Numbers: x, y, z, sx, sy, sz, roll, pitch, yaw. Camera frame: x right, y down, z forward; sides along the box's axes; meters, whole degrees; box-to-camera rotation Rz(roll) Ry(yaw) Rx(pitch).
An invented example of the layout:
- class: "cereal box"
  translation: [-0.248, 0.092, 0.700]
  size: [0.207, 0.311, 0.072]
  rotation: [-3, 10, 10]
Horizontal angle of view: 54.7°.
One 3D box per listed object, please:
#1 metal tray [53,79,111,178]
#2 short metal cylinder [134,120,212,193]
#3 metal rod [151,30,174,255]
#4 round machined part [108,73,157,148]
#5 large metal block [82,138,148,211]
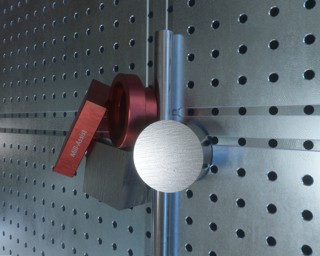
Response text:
- class: "metal tray"
  translation: [-0.118, 0.000, 0.471]
  size: [0.129, 0.030, 0.090]
  rotation: [-59, 18, 23]
- class: "short metal cylinder"
  translation: [0.016, 0.031, 0.363]
  size: [0.080, 0.050, 0.079]
  rotation: [0, 90, 20]
- class: "metal rod"
  translation: [0.003, 0.024, 0.408]
  size: [0.025, 0.025, 0.298]
  rotation: [1, 91, 40]
- class: "round machined part"
  translation: [-0.036, -0.022, 0.412]
  size: [0.098, 0.042, 0.097]
  rotation: [-178, 90, -65]
- class: "large metal block"
  translation: [-0.062, 0.062, 0.444]
  size: [0.080, 0.050, 0.079]
  rotation: [14, 99, 39]
